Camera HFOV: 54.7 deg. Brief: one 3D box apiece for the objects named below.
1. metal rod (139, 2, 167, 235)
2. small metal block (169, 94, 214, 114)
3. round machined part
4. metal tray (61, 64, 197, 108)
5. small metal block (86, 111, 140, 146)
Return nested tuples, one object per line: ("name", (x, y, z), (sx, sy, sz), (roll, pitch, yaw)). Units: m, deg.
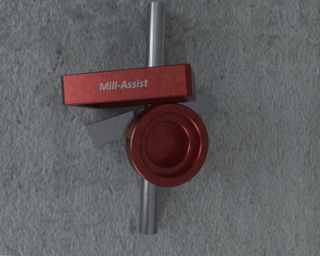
("metal rod", (-0.009, -0.013, 0.408), (0.025, 0.025, 0.298), (2, 89, -20))
("small metal block", (0.036, -0.030, 0.411), (0.050, 0.050, 0.025), (-2, 91, -20))
("round machined part", (0.006, 0.019, 0.375), (0.099, 0.042, 0.097), (-2, 94, -22))
("metal tray", (-0.028, -0.042, 0.341), (0.131, 0.090, 0.030), (-4, 90, 9))
("small metal block", (-0.059, 0.000, 0.376), (0.050, 0.050, 0.025), (-20, 97, -19))
